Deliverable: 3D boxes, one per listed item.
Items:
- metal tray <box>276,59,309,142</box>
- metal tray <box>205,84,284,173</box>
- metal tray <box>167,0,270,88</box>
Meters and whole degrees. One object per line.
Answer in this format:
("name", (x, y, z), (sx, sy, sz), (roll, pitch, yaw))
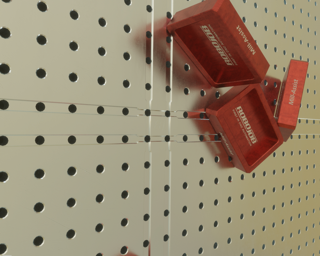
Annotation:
("metal tray", (0.237, -0.048, 0.571), (0.090, 0.030, 0.130), (57, 48, -69))
("metal tray", (0.141, -0.002, 0.504), (0.090, 0.030, 0.130), (-39, 115, -13))
("metal tray", (0.082, -0.113, 0.434), (0.130, 0.090, 0.030), (44, 64, -31))
